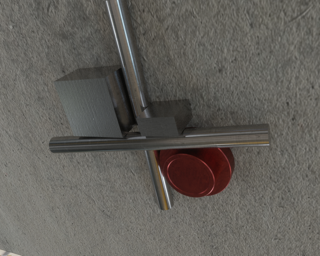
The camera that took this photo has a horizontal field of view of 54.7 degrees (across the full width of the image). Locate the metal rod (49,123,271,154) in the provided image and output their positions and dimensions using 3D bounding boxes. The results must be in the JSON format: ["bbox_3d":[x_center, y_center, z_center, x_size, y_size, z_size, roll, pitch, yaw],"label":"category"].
[{"bbox_3d":[-0.019,0.016,0.395,0.301,0.025,0.025,-4,117,25],"label":"metal rod"}]

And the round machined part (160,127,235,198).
[{"bbox_3d":[0.044,0.051,0.404,0.098,0.042,0.097,13,124,20],"label":"round machined part"}]

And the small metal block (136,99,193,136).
[{"bbox_3d":[0.007,-0.013,0.379,0.050,0.050,0.025,-1,118,28],"label":"small metal block"}]

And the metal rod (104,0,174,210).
[{"bbox_3d":[-0.021,-0.013,0.409,0.025,0.025,0.298,1,119,27],"label":"metal rod"}]

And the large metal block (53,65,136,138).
[{"bbox_3d":[-0.080,-0.035,0.410,0.080,0.050,0.079,1,119,27],"label":"large metal block"}]
